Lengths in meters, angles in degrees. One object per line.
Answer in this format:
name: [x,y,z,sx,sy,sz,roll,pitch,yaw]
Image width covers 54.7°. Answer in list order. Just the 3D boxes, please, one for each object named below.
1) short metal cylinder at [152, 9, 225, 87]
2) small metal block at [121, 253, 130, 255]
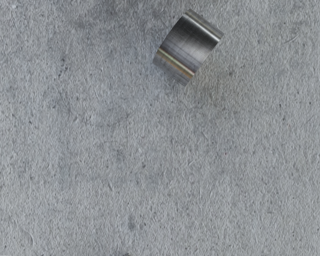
short metal cylinder: [0.035,-0.098,0.383,0.050,0.080,0.080,37,90,-1]
small metal block: [-0.056,0.203,0.409,0.050,0.025,0.050,-23,90,-1]
